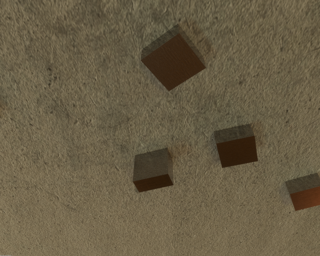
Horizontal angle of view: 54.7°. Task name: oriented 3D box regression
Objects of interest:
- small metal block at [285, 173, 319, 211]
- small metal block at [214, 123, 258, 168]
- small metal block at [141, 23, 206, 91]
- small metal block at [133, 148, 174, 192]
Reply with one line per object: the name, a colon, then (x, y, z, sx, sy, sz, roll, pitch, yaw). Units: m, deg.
small metal block: (0.235, 0.103, 0.498, 0.050, 0.025, 0.050, -20, 128, 16)
small metal block: (0.105, 0.025, 0.430, 0.050, 0.025, 0.050, -13, 129, 10)
small metal block: (0.015, -0.077, 0.342, 0.050, 0.025, 0.050, -31, 124, 23)
small metal block: (-0.009, 0.059, 0.441, 0.050, 0.050, 0.025, -14, 129, 11)
